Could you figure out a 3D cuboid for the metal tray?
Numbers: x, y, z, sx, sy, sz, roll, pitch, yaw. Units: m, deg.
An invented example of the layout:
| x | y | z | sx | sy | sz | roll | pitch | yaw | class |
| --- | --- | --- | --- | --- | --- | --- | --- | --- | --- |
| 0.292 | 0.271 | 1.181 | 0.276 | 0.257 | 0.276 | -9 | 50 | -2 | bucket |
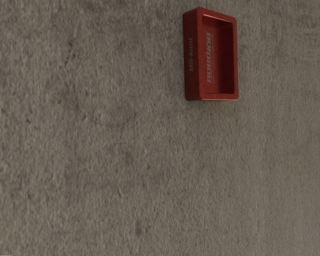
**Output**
| x | y | z | sx | sy | sz | roll | pitch | yaw | class |
| --- | --- | --- | --- | --- | --- | --- | --- | --- | --- |
| 0.078 | -0.106 | 0.469 | 0.091 | 0.030 | 0.129 | -3 | 92 | -40 | metal tray |
